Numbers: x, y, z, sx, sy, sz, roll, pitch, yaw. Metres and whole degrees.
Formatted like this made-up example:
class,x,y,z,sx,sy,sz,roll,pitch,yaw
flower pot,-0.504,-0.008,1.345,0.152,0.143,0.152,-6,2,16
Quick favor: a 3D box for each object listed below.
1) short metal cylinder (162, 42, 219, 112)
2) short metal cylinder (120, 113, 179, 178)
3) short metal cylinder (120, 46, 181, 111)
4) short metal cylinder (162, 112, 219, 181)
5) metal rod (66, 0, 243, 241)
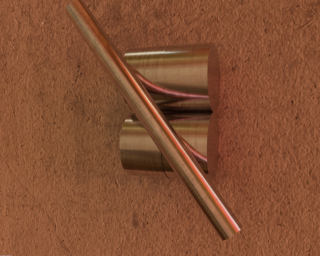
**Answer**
class,x,y,z,sx,sy,sz,roll,pitch,yaw
short metal cylinder,0.039,-0.059,0.367,0.050,0.080,0.079,1,90,20
short metal cylinder,-0.009,0.021,0.384,0.050,0.080,0.079,1,90,20
short metal cylinder,-0.008,-0.060,0.384,0.050,0.080,0.079,1,90,20
short metal cylinder,0.039,0.021,0.367,0.050,0.080,0.079,1,90,20
metal rod,-0.014,-0.018,0.330,0.025,0.025,0.299,-38,78,16
